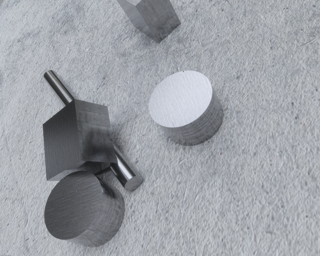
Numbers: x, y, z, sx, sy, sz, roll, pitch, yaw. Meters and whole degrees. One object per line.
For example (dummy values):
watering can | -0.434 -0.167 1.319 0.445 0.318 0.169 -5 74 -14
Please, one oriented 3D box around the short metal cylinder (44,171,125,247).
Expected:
short metal cylinder | -0.090 0.098 0.375 0.080 0.050 0.080 -13 56 21

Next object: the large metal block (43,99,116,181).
large metal block | -0.108 0.019 0.405 0.080 0.050 0.080 -29 64 36

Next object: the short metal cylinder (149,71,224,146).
short metal cylinder | 0.033 -0.024 0.385 0.080 0.050 0.080 -13 56 21

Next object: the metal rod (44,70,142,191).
metal rod | -0.116 -0.013 0.472 0.025 0.025 0.300 -44 51 -2

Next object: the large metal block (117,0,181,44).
large metal block | -0.022 -0.195 0.500 0.050 0.080 0.080 -44 51 -2
